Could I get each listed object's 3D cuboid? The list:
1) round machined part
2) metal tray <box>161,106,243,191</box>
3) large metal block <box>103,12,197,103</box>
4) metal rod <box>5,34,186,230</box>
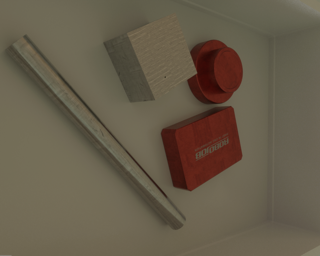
[{"bbox_3d":[0.089,-0.086,0.473,0.099,0.042,0.097,0,90,-40],"label":"round machined part"},{"bbox_3d":[0.067,0.026,0.462,0.131,0.030,0.089,-22,104,-38],"label":"metal tray"},{"bbox_3d":[-0.010,-0.086,0.384,0.081,0.050,0.080,-36,113,-34],"label":"large metal block"},{"bbox_3d":[-0.056,0.025,0.361,0.025,0.025,0.300,-53,121,-27],"label":"metal rod"}]
